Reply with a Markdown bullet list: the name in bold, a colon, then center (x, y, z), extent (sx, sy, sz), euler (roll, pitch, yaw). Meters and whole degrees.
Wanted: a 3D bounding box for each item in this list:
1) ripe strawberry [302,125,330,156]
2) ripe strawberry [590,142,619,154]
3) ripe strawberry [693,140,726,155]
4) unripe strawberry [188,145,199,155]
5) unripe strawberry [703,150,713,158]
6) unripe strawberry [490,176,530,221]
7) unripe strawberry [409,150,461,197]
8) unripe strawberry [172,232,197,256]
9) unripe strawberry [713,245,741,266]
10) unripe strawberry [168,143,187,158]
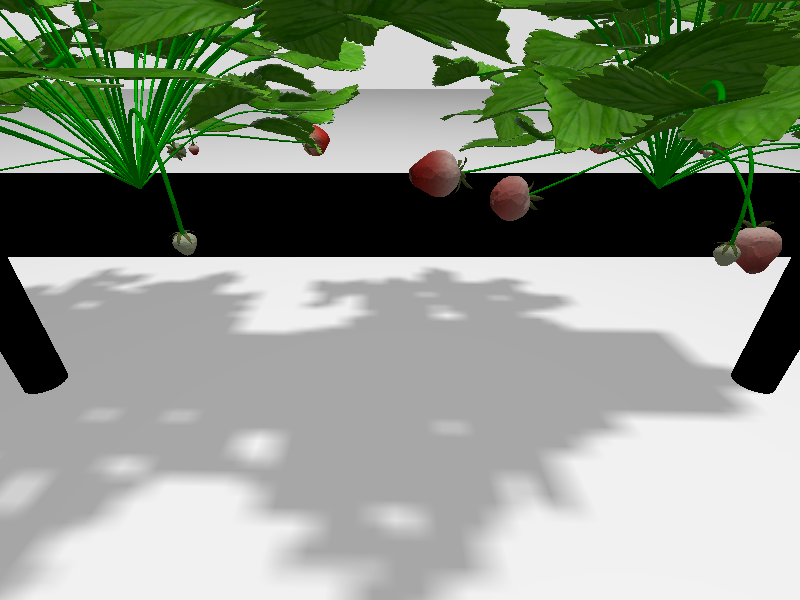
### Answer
- **ripe strawberry**: center (-0.101, -0.194, 0.487), extent (0.034, 0.036, 0.037), euler (20, 34, 31)
- **ripe strawberry**: center (0.248, -0.199, 0.492), extent (0.039, 0.035, 0.035), euler (4, 29, 7)
- **ripe strawberry**: center (0.378, -0.193, 0.478), extent (0.042, 0.036, 0.042), euler (25, 36, 37)
- **unripe strawberry**: center (-0.249, -0.181, 0.485), extent (0.012, 0.012, 0.010), euler (-4, 30, -7)
- **unripe strawberry**: center (0.346, -0.165, 0.451), extent (0.009, 0.010, 0.010), euler (26, 38, 38)
- **unripe strawberry**: center (0.071, -0.067, 0.264), extent (0.027, 0.029, 0.025), euler (-16, 33, -25)
- **unripe strawberry**: center (0.027, -0.100, 0.315), extent (0.040, 0.034, 0.039), euler (-4, 30, -6)
- **unripe strawberry**: center (-0.105, -0.027, 0.196), extent (0.011, 0.011, 0.010), euler (-20, 35, -31)
- **unripe strawberry**: center (0.164, -0.022, 0.201), extent (0.011, 0.011, 0.010), euler (10, 31, 18)
- **unripe strawberry**: center (-0.258, -0.173, 0.466), extent (0.019, 0.016, 0.019), euler (-7, 22, -11)
